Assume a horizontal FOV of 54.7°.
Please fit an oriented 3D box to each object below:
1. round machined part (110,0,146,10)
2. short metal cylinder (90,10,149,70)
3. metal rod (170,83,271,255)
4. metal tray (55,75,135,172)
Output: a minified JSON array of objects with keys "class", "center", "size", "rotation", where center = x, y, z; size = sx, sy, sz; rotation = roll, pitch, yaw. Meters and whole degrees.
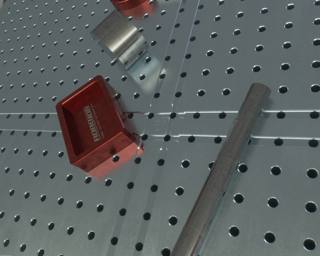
[{"class":"round machined part","center":[-0.060,-0.280,0.601],"size":[0.098,0.042,0.098],"rotation":[-13,56,21]},{"class":"short metal cylinder","center":[-0.064,-0.138,0.492],"size":[0.050,0.080,0.080],"rotation":[-45,51,-3]},{"class":"metal rod","center":[0.052,0.079,0.332],"size":[0.025,0.025,0.300],"rotation":[17,71,35]},{"class":"metal tray","center":[-0.101,-0.010,0.464],"size":[0.090,0.030,0.130],"rotation":[-33,51,6]}]
